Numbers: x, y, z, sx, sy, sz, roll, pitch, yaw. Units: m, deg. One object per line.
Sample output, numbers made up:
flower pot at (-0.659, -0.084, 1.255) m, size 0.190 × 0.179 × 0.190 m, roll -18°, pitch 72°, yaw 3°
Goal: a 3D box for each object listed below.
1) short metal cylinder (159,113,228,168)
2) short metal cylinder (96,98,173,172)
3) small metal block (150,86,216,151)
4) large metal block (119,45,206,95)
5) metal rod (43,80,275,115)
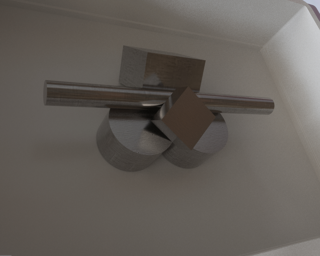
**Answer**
short metal cylinder at (0.042, 0.007, 0.408) m, size 0.081 × 0.050 × 0.080 m, roll 14°, pitch 56°, yaw -21°
short metal cylinder at (-0.030, 0.006, 0.370) m, size 0.081 × 0.050 × 0.080 m, roll 14°, pitch 56°, yaw -21°
small metal block at (0.027, -0.011, 0.348) m, size 0.050 × 0.025 × 0.050 m, roll 45°, pitch 70°, yaw -21°
large metal block at (0.000, -0.074, 0.408) m, size 0.081 × 0.050 × 0.080 m, roll 1°, pitch 18°, yaw -28°
metal rod at (0.021, -0.033, 0.373) m, size 0.303 × 0.025 × 0.025 m, roll 1°, pitch 62°, yaw -28°
